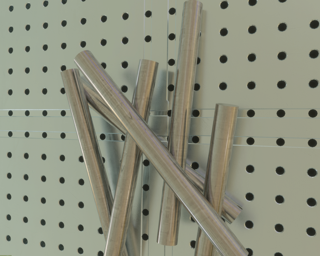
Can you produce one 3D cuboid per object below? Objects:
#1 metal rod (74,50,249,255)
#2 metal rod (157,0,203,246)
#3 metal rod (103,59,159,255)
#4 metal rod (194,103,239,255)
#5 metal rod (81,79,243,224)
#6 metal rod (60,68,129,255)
[{"bbox_3d":[-0.007,0.025,0.360,0.025,0.025,0.300,-42,77,15],"label":"metal rod"},{"bbox_3d":[0.026,-0.011,0.384,0.025,0.025,0.299,5,84,20],"label":"metal rod"},{"bbox_3d":[-0.041,0.062,0.399,0.025,0.025,0.298,12,93,19],"label":"metal rod"},{"bbox_3d":[0.058,0.120,0.369,0.025,0.025,0.298,10,102,20],"label":"metal rod"},{"bbox_3d":[-0.020,0.019,0.419,0.300,0.025,0.025,38,102,16],"label":"metal rod"},{"bbox_3d":[-0.086,0.066,0.428,0.025,0.025,0.299,-14,91,19],"label":"metal rod"}]
